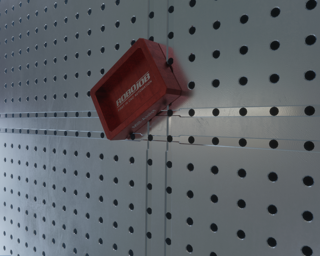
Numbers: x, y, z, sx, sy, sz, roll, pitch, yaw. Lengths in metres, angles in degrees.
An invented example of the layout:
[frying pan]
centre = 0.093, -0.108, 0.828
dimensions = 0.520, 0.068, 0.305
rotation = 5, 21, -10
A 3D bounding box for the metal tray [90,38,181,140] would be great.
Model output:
[metal tray]
centre = -0.040, -0.051, 0.440
dimensions = 0.130, 0.030, 0.090
rotation = -37, 67, 33
